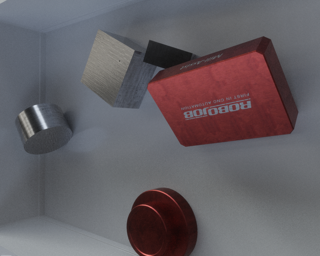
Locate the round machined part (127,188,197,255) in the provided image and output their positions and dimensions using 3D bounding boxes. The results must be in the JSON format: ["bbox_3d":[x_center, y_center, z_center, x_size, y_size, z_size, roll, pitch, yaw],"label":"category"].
[{"bbox_3d":[-0.004,0.129,0.398,0.098,0.042,0.097,0,90,39],"label":"round machined part"}]

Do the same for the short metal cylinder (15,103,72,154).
[{"bbox_3d":[-0.199,0.002,0.532,0.080,0.081,0.050,-45,63,30],"label":"short metal cylinder"}]

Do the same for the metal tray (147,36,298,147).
[{"bbox_3d":[0.061,-0.029,0.320,0.130,0.030,0.090,-11,121,39],"label":"metal tray"}]

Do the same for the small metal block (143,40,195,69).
[{"bbox_3d":[0.013,-0.083,0.366,0.050,0.050,0.025,19,104,6],"label":"small metal block"}]

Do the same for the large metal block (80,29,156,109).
[{"bbox_3d":[-0.057,-0.082,0.436,0.080,0.050,0.079,37,113,33],"label":"large metal block"}]
